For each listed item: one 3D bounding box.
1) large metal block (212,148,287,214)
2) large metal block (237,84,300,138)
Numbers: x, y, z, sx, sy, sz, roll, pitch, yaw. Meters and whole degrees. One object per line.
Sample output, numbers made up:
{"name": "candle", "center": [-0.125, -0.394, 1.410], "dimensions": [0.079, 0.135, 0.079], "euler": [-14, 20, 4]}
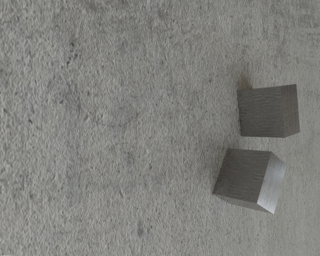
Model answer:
{"name": "large metal block", "center": [0.140, 0.081, 0.486], "dimensions": [0.050, 0.080, 0.080], "euler": [35, 69, -35]}
{"name": "large metal block", "center": [0.181, -0.028, 0.520], "dimensions": [0.050, 0.080, 0.079], "euler": [-12, 98, -39]}
